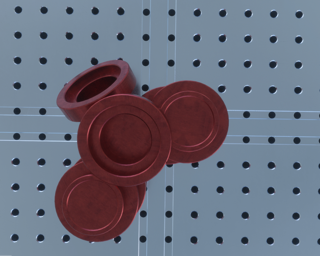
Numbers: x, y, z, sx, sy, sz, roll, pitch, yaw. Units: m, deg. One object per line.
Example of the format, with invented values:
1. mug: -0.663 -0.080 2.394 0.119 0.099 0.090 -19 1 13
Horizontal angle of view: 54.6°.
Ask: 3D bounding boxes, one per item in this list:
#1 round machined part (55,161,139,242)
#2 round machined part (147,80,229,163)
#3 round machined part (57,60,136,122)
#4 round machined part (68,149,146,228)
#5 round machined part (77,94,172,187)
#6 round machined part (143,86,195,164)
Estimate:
1. round machined part: -0.074 0.085 0.362 0.099 0.042 0.097 0 90 0
2. round machined part: 0.032 -0.007 0.362 0.099 0.042 0.097 0 89 0
3. round machined part: -0.074 -0.040 0.385 0.098 0.098 0.042 -27 125 0
4. round machined part: -0.067 0.075 0.384 0.099 0.042 0.097 0 90 0
5. round machined part: -0.036 0.011 0.341 0.098 0.042 0.097 0 98 3
6. round machined part: 0.010 -0.003 0.384 0.099 0.042 0.097 0 90 0
